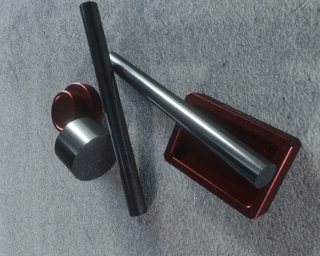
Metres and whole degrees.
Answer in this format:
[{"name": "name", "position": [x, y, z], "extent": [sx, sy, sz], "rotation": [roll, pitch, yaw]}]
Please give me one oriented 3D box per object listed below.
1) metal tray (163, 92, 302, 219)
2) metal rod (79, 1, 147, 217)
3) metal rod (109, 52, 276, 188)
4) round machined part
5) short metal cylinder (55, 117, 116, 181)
[{"name": "metal tray", "position": [0.072, 0.025, 0.342], "extent": [0.130, 0.030, 0.089], "rotation": [32, 110, 35]}, {"name": "metal rod", "position": [-0.065, -0.026, 0.431], "extent": [0.025, 0.025, 0.298], "rotation": [-14, 89, 39]}, {"name": "metal rod", "position": [0.008, -0.031, 0.362], "extent": [0.300, 0.025, 0.025], "rotation": [42, 116, 44]}, {"name": "round machined part", "position": [-0.143, -0.026, 0.512], "extent": [0.098, 0.042, 0.097], "rotation": [0, 90, 40]}, {"name": "short metal cylinder", "position": [-0.105, 0.031, 0.456], "extent": [0.050, 0.081, 0.079], "rotation": [37, 113, 34]}]
